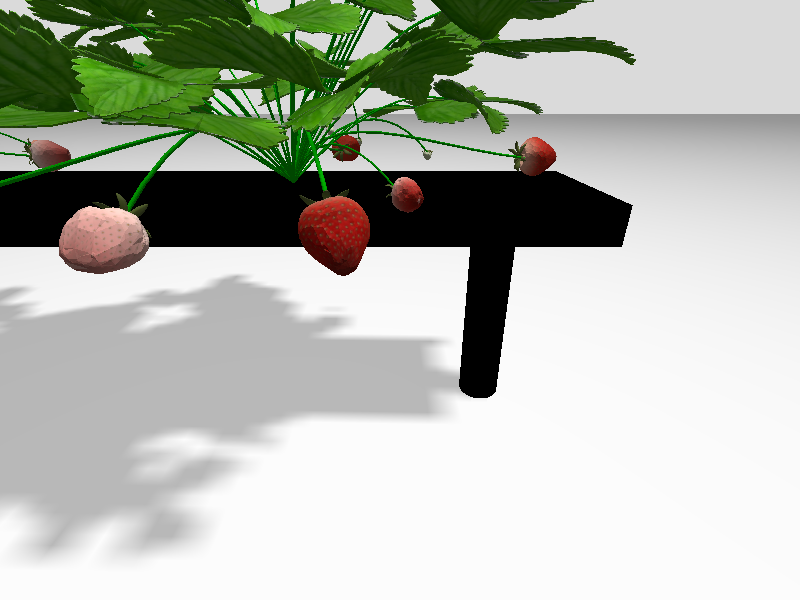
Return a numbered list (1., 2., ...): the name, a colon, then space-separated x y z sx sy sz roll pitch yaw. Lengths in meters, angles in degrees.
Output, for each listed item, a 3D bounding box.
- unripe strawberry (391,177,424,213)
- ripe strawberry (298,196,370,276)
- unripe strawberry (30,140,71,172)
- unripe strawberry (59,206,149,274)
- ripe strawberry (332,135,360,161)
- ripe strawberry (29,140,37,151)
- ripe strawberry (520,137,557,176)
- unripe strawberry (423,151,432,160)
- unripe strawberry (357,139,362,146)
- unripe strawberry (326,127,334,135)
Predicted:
1. unripe strawberry: 0.005 -0.063 0.241 0.018 0.021 0.020 -22 40 -37
2. ripe strawberry: -0.025 -0.024 0.159 0.029 0.031 0.030 -8 -30 -16
3. unripe strawberry: -0.346 -0.144 0.399 0.030 0.030 0.028 -9 28 -18
4. unripe strawberry: -0.113 -0.021 0.152 0.029 0.026 0.026 3 -43 6
5. ripe strawberry: -0.059 -0.170 0.449 0.032 0.027 0.032 6 26 12
6. ripe strawberry: -0.434 -0.183 0.485 0.023 0.019 0.023 16 5 29
7. ripe strawberry: 0.128 -0.133 0.371 0.035 0.034 0.032 -4 27 -10
8. unripe strawberry: 0.033 -0.172 0.476 0.011 0.010 0.010 20 32 34
9. unripe strawberry: -0.051 -0.194 0.495 0.009 0.010 0.010 6 27 11
10. unripe strawberry: -0.097 -0.235 0.558 0.011 0.011 0.010 -1 26 -1
